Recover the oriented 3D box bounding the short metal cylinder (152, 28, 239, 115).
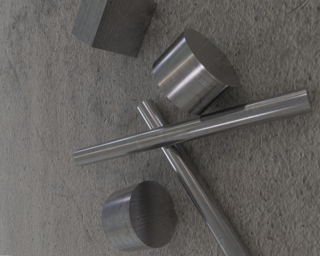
[{"bbox_3d":[0.039,-0.060,0.337,0.050,0.081,0.080,-41,65,32],"label":"short metal cylinder"}]

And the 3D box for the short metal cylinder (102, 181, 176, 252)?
[{"bbox_3d":[-0.025,0.111,0.390,0.050,0.081,0.080,-25,74,37],"label":"short metal cylinder"}]

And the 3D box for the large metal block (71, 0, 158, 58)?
[{"bbox_3d":[-0.061,-0.149,0.420,0.050,0.081,0.079,38,113,33],"label":"large metal block"}]

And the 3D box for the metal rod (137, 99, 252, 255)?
[{"bbox_3d":[0.053,0.086,0.361,0.025,0.025,0.299,-46,63,30],"label":"metal rod"}]

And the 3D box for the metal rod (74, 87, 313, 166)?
[{"bbox_3d":[0.014,0.008,0.364,0.300,0.025,0.025,-15,80,30],"label":"metal rod"}]
